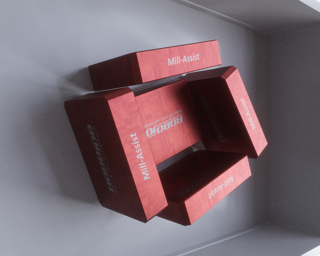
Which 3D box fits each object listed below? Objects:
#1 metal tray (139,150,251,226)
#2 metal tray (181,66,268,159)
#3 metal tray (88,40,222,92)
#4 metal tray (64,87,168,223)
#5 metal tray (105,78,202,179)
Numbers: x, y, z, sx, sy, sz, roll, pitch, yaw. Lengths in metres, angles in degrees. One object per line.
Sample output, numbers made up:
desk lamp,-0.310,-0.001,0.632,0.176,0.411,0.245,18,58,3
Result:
metal tray,0.044,0.070,0.401,0.131,0.090,0.030,-26,107,-37
metal tray,0.086,-0.019,0.437,0.030,0.090,0.130,-44,117,-31
metal tray,-0.004,-0.073,0.360,0.131,0.090,0.030,-20,103,-38
metal tray,-0.048,0.027,0.323,0.030,0.090,0.129,-27,107,-37
metal tray,-0.008,-0.004,0.395,0.131,0.030,0.089,-25,106,-37
